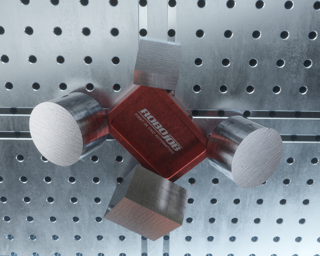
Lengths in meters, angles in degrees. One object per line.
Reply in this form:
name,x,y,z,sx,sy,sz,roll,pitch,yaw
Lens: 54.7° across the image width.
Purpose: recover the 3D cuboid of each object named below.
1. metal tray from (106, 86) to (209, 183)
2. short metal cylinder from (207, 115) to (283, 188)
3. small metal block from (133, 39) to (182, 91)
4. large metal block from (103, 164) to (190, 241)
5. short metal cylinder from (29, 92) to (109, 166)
metal tray,-0.001,0.006,0.412,0.090,0.030,0.130,-40,106,13
short metal cylinder,0.108,0.029,0.395,0.081,0.050,0.079,-10,113,-25
small metal block,-0.003,-0.075,0.369,0.050,0.050,0.025,9,148,-3
large metal block,-0.019,0.104,0.420,0.080,0.050,0.080,29,138,-11
short metal cylinder,-0.112,0.000,0.383,0.080,0.050,0.079,9,113,24
